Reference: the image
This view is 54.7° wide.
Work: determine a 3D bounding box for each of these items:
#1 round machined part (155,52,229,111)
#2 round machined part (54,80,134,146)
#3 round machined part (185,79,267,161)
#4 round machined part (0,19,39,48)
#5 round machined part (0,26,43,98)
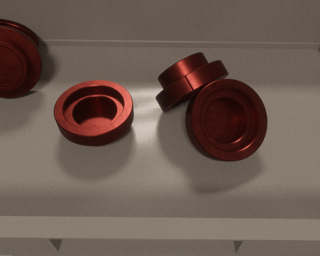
[{"bbox_3d":[0.036,-0.064,0.408,0.099,0.098,0.042,-28,88,-22],"label":"round machined part"},{"bbox_3d":[-0.084,-0.015,0.405,0.099,0.042,0.098,0,50,0],"label":"round machined part"},{"bbox_3d":[0.077,-0.008,0.382,0.099,0.042,0.097,1,84,-15],"label":"round machined part"},{"bbox_3d":[-0.243,-0.125,0.482,0.099,0.042,0.098,16,42,-14],"label":"round machined part"},{"bbox_3d":[-0.215,-0.087,0.424,0.099,0.097,0.042,-12,26,-10],"label":"round machined part"}]
